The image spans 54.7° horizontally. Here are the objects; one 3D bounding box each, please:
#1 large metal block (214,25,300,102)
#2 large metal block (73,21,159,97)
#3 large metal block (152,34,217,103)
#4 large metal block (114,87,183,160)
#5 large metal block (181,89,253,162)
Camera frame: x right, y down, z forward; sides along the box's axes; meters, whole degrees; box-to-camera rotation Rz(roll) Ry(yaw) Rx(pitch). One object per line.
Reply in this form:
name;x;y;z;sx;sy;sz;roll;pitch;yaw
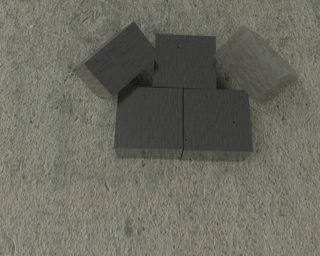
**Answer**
large metal block;0.128;-0.081;0.405;0.050;0.080;0.080;-45;72;27
large metal block;-0.060;-0.085;0.403;0.080;0.080;0.050;-45;111;-15
large metal block;0.033;-0.079;0.426;0.081;0.050;0.080;3;70;0
large metal block;-0.013;-0.005;0.397;0.081;0.050;0.080;1;70;0
large metal block;0.069;-0.002;0.396;0.081;0.050;0.080;1;70;0
